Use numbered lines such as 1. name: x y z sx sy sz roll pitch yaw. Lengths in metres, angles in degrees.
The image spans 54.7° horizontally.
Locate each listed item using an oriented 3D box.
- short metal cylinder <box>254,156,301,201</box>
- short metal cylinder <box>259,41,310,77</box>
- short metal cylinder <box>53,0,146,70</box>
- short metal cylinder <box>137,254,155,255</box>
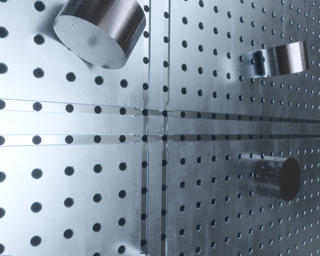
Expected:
1. short metal cylinder: 0.221 0.093 0.582 0.081 0.050 0.079 0 90 -40
2. short metal cylinder: 0.227 -0.126 0.567 0.081 0.080 0.050 -20 103 -39
3. short metal cylinder: -0.061 -0.106 0.323 0.080 0.080 0.050 38 67 -34
4. short metal cylinder: -0.010 0.206 0.387 0.081 0.050 0.079 0 90 -40
